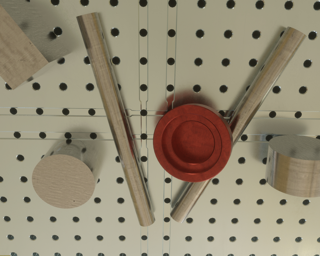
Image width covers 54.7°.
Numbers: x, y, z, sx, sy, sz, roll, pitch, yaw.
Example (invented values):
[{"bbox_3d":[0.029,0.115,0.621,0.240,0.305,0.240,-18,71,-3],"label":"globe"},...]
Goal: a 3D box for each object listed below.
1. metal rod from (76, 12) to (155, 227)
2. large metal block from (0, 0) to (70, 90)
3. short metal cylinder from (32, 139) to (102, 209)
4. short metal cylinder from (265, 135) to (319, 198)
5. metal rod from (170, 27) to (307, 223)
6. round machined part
[{"bbox_3d":[-0.053,0.003,0.413,0.025,0.025,0.298,-12,110,4],"label":"metal rod"},{"bbox_3d":[-0.157,-0.097,0.347,0.050,0.080,0.080,-34,107,11],"label":"large metal block"},{"bbox_3d":[-0.124,0.061,0.421,0.081,0.050,0.079,0,110,0],"label":"short metal cylinder"},{"bbox_3d":[0.181,0.047,0.403,0.080,0.080,0.050,-1,110,0],"label":"short metal cylinder"},{"bbox_3d":[0.095,0.008,0.417,0.025,0.025,0.298,26,108,-9],"label":"metal rod"},{"bbox_3d":[0.044,0.017,0.399,0.098,0.042,0.097,3,100,19],"label":"round machined part"}]
